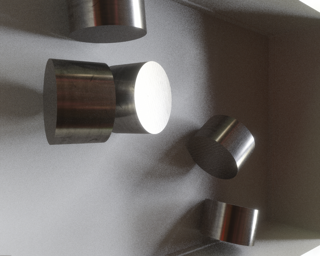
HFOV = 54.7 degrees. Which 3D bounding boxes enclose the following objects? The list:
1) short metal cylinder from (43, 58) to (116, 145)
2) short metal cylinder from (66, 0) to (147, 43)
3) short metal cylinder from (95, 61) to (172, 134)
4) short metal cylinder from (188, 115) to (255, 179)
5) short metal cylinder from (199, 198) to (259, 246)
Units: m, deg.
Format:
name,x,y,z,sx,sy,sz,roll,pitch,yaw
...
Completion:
name,x,y,z,sx,sy,sz,roll,pitch,yaw
short metal cylinder,-0.080,-0.025,0.299,0.050,0.080,0.079,-1,91,-28
short metal cylinder,-0.056,-0.123,0.325,0.081,0.080,0.050,-8,95,-40
short metal cylinder,-0.027,-0.033,0.353,0.080,0.050,0.079,-1,91,-61
short metal cylinder,0.088,0.028,0.447,0.050,0.080,0.080,-45,117,-31
short metal cylinder,0.103,0.138,0.460,0.080,0.080,0.050,21,77,-39
